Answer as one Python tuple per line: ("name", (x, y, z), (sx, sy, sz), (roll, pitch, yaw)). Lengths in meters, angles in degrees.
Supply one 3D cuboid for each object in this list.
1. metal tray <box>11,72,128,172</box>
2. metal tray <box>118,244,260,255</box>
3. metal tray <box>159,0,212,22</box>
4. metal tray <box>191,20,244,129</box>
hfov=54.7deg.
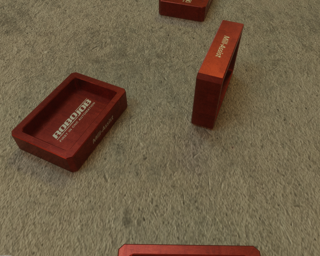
("metal tray", (-0.114, -0.014, 0.410), (0.090, 0.030, 0.130), (21, 53, 16))
("metal tray", (0.026, 0.152, 0.271), (0.131, 0.030, 0.090), (1, 50, 0))
("metal tray", (0.059, -0.268, 0.624), (0.090, 0.030, 0.130), (14, 51, 11))
("metal tray", (0.079, -0.074, 0.423), (0.030, 0.090, 0.130), (16, 52, 13))
